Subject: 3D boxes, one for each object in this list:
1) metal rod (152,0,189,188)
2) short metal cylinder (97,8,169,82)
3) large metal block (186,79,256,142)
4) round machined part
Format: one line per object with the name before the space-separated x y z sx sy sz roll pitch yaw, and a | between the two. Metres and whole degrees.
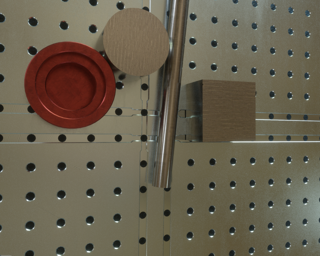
metal rod | 0.017 -0.071 0.418 0.025 0.025 0.298 7 88 -20
short metal cylinder | -0.035 -0.101 0.386 0.081 0.050 0.080 0 90 -20
large metal block | 0.083 -0.022 0.430 0.081 0.050 0.080 0 90 -20
round machined part | -0.105 -0.048 0.365 0.099 0.042 0.097 0 90 -20
